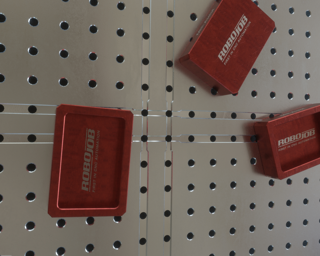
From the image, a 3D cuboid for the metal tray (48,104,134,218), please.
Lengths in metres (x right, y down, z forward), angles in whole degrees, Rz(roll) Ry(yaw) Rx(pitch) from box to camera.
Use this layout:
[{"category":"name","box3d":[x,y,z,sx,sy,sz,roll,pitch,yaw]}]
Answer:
[{"category":"metal tray","box3d":[-0.084,0.040,0.378,0.091,0.030,0.129,5,88,-20]}]

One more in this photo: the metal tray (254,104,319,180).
[{"category":"metal tray","box3d":[0.219,0.018,0.489,0.131,0.030,0.090,-16,96,-19]}]

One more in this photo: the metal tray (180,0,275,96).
[{"category":"metal tray","box3d":[0.099,-0.124,0.446,0.090,0.030,0.130,35,79,-17]}]
